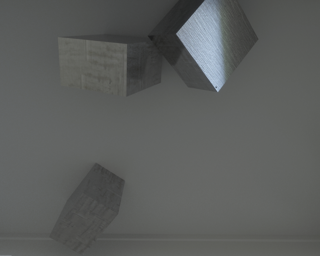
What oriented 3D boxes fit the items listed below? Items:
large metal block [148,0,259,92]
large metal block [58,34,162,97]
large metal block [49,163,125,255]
[{"bbox_3d":[0.048,-0.098,0.334,0.080,0.050,0.080,-52,124,-13],"label":"large metal block"},{"bbox_3d":[-0.051,-0.073,0.341,0.080,0.080,0.050,12,112,22],"label":"large metal block"},{"bbox_3d":[-0.095,0.107,0.420,0.050,0.080,0.080,35,106,-12],"label":"large metal block"}]
